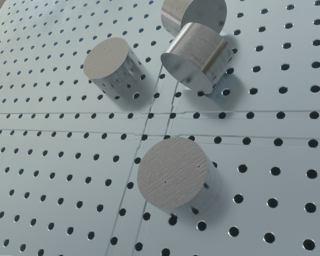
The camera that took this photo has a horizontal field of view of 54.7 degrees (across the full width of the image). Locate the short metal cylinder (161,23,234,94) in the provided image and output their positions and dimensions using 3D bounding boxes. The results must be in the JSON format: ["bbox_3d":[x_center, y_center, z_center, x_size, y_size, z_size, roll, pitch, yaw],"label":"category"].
[{"bbox_3d":[0.048,-0.089,0.402,0.080,0.080,0.050,28,77,37],"label":"short metal cylinder"}]

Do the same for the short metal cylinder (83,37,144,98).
[{"bbox_3d":[-0.072,-0.095,0.489,0.080,0.050,0.080,-13,56,21],"label":"short metal cylinder"}]

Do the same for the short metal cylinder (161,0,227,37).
[{"bbox_3d":[0.049,-0.162,0.447,0.080,0.080,0.050,-42,51,0],"label":"short metal cylinder"}]

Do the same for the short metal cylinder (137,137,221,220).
[{"bbox_3d":[0.022,0.057,0.346,0.080,0.050,0.080,-13,56,21],"label":"short metal cylinder"}]
